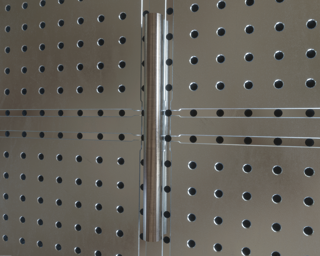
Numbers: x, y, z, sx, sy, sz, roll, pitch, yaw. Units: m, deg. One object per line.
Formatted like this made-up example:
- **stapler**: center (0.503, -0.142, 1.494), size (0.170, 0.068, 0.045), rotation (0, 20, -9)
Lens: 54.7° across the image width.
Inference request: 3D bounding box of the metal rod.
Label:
- **metal rod**: center (-0.009, -0.001, 0.415), size (0.025, 0.025, 0.298), rotation (0, 90, 19)
